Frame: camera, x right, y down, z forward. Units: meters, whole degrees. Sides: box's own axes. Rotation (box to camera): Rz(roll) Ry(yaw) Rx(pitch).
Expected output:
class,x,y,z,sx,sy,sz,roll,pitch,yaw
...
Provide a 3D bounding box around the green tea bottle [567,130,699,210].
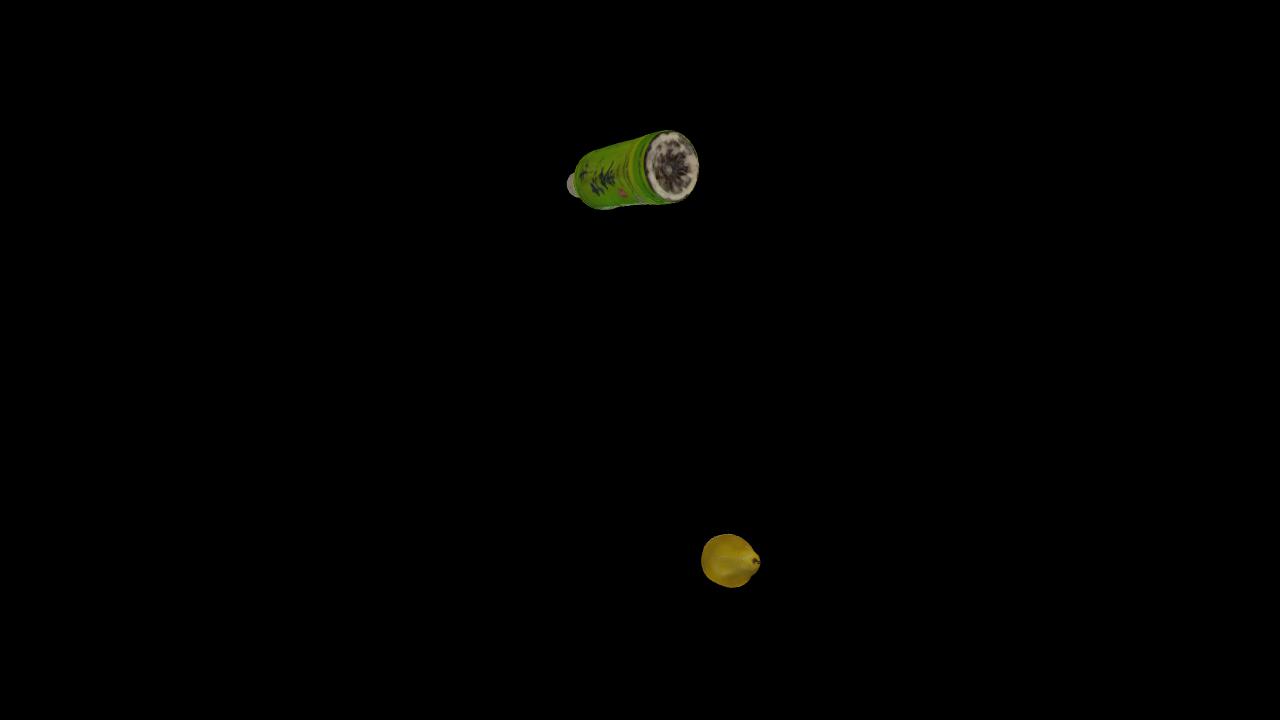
class,x,y,z,sx,sy,sz,roll,pitch,yaw
green tea bottle,-0.022,-0.204,0.682,0.073,0.073,0.212,0,10,-31

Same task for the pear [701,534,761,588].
class,x,y,z,sx,sy,sz,roll,pitch,yaw
pear,0.143,0.285,0.877,0.080,0.080,0.111,0,-14,-39
